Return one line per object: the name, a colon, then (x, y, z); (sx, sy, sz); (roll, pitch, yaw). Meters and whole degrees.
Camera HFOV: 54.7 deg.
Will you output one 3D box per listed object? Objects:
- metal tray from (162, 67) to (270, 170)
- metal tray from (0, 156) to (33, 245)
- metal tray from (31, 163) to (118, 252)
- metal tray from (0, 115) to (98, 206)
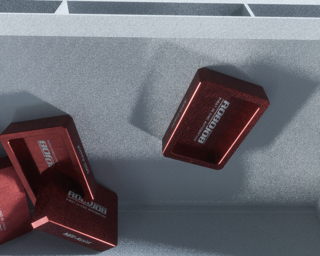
metal tray: (0.066, -0.006, 0.401); (0.091, 0.030, 0.129); (16, 129, -13)
metal tray: (-0.244, 0.113, 0.450); (0.091, 0.030, 0.129); (-19, 124, -34)
metal tray: (-0.116, 0.117, 0.452); (0.030, 0.090, 0.130); (-29, 133, 22)
metal tray: (-0.150, 0.050, 0.431); (0.090, 0.030, 0.129); (-8, 120, 6)
